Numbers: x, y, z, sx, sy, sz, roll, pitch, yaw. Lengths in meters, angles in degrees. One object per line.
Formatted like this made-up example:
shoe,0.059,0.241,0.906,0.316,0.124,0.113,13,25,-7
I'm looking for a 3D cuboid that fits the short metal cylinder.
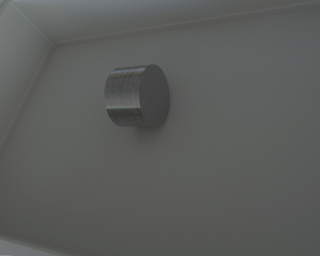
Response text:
short metal cylinder,-0.028,-0.041,0.406,0.050,0.080,0.080,0,62,28
